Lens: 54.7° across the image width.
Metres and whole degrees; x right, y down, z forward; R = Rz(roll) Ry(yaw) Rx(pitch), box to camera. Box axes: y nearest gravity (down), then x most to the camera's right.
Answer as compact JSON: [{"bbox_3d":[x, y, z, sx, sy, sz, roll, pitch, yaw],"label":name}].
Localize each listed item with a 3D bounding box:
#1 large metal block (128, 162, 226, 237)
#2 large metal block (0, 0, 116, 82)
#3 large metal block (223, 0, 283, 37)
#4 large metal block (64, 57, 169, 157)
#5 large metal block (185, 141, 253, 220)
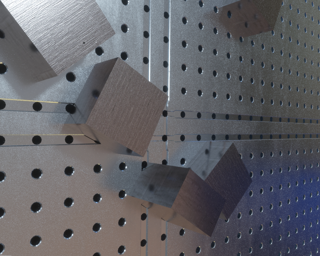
[{"bbox_3d":[0.022,0.089,0.394,0.080,0.080,0.050,43,64,-32],"label":"large metal block"},{"bbox_3d":[-0.106,-0.104,0.305,0.080,0.050,0.080,-48,119,-30],"label":"large metal block"},{"bbox_3d":[0.163,-0.220,0.532,0.080,0.050,0.080,34,69,-35],"label":"large metal block"},{"bbox_3d":[-0.047,-0.021,0.355,0.080,0.050,0.080,35,69,-35],"label":"large metal block"},{"bbox_3d":[0.086,0.077,0.468,0.080,0.050,0.080,-46,118,-30],"label":"large metal block"}]
